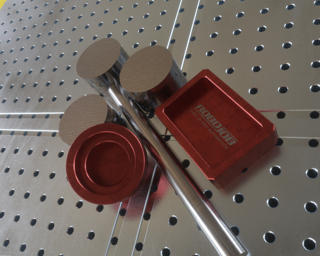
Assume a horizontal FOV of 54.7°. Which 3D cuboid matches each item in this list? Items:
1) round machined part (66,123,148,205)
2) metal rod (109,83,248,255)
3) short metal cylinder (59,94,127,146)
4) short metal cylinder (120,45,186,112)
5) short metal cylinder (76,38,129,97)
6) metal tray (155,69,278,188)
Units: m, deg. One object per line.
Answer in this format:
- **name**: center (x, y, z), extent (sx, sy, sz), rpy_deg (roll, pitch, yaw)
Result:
- **round machined part**: center (-0.063, 0.046, 0.389), extent (0.098, 0.042, 0.098), rpy_deg (-2, 78, 9)
- **metal rod**: center (0.003, 0.033, 0.387), extent (0.025, 0.025, 0.300), rpy_deg (-39, 51, 2)
- **short metal cylinder**: center (-0.096, -0.001, 0.443), extent (0.080, 0.050, 0.080), rpy_deg (-13, 56, 21)
- **short metal cylinder**: center (-0.009, -0.069, 0.439), extent (0.080, 0.050, 0.080), rpy_deg (-13, 56, 21)
- **short metal cylinder**: center (-0.085, -0.097, 0.497), extent (0.080, 0.050, 0.080), rpy_deg (-13, 56, 21)
- **metal tray**: center (0.063, -0.005, 0.374), extent (0.090, 0.030, 0.130), rpy_deg (-40, 51, 2)
